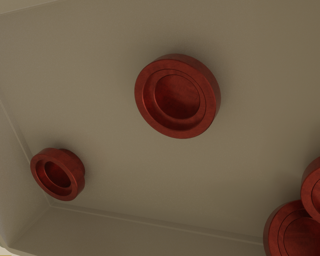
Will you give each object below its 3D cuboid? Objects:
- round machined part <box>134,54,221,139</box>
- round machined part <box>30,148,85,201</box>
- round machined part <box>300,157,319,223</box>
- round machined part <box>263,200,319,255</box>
[{"bbox_3d":[0.023,-0.039,0.361,0.098,0.042,0.097,13,124,21],"label":"round machined part"},{"bbox_3d":[-0.169,0.075,0.533,0.098,0.042,0.097,13,124,21],"label":"round machined part"},{"bbox_3d":[0.204,0.063,0.329,0.098,0.042,0.097,13,124,21],"label":"round machined part"},{"bbox_3d":[0.172,0.136,0.368,0.098,0.098,0.042,29,165,10],"label":"round machined part"}]
